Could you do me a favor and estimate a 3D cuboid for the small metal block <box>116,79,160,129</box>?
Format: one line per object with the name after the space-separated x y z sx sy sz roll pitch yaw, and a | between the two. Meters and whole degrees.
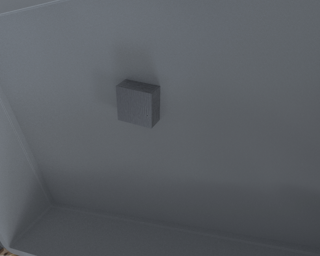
-0.028 -0.032 0.404 0.050 0.025 0.050 14 124 20 | small metal block
